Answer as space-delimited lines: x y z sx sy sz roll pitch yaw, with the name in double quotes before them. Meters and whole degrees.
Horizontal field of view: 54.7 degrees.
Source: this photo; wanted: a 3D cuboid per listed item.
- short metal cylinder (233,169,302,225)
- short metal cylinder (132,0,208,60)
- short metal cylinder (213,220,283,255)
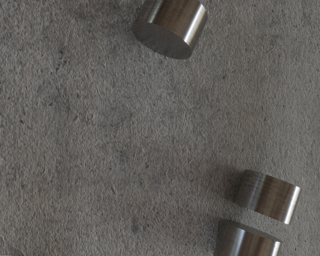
"short metal cylinder" 0.150 0.096 0.435 0.080 0.080 0.050 24 82 -19
"short metal cylinder" 0.012 -0.128 0.384 0.080 0.080 0.050 27 81 -18
"short metal cylinder" 0.119 0.164 0.424 0.080 0.080 0.050 21 83 -19
